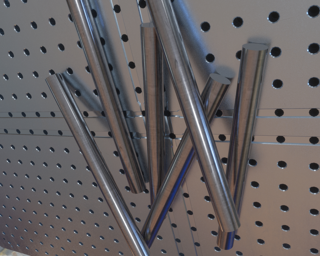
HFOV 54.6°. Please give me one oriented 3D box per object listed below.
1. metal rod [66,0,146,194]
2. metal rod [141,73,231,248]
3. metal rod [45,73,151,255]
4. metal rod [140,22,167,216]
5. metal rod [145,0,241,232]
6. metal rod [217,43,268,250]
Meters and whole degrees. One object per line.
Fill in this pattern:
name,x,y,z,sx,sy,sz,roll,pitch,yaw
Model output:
metal rod,-0.068,-0.035,0.425,0.025,0.025,0.299,0,119,28
metal rod,0.021,0.065,0.420,0.025,0.025,0.298,28,122,11
metal rod,-0.090,0.060,0.459,0.025,0.025,0.299,-23,95,36
metal rod,-0.006,0.013,0.422,0.025,0.025,0.298,12,124,22
metal rod,0.036,-0.023,0.343,0.025,0.025,0.299,-13,101,33
metal rod,0.096,0.046,0.388,0.025,0.025,0.298,13,124,21
